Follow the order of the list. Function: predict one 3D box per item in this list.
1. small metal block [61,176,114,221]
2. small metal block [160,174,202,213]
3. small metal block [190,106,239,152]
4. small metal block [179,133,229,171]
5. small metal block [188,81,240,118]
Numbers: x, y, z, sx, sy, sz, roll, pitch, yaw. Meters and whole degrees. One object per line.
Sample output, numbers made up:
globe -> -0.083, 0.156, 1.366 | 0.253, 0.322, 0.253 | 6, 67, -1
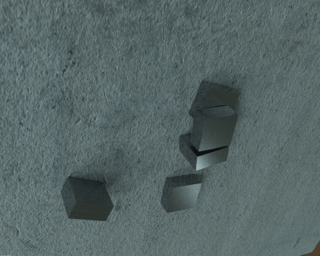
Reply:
small metal block -> -0.093, 0.090, 0.395 | 0.050, 0.050, 0.025 | 17, 109, -35
small metal block -> 0.033, 0.102, 0.488 | 0.050, 0.025, 0.050 | -3, 120, -27
small metal block -> 0.071, 0.000, 0.414 | 0.050, 0.025, 0.050 | -8, 125, -23
small metal block -> 0.061, 0.029, 0.441 | 0.050, 0.050, 0.025 | -15, 128, -21
small metal block -> 0.074, -0.033, 0.427 | 0.050, 0.025, 0.050 | 7, 115, -31
